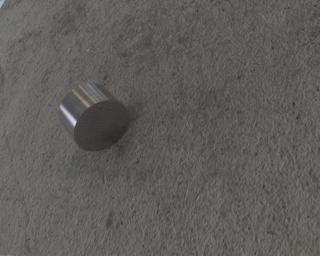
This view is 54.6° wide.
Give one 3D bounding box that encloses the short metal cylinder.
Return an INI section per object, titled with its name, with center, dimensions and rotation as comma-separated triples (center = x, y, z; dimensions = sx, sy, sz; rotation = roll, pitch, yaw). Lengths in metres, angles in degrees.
[short metal cylinder]
center = -0.090, -0.015, 0.426
dimensions = 0.080, 0.080, 0.050
rotation = -45, 51, -3
